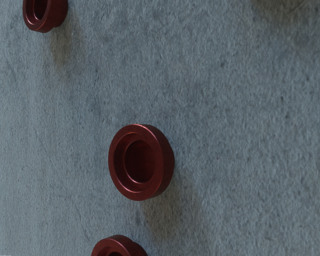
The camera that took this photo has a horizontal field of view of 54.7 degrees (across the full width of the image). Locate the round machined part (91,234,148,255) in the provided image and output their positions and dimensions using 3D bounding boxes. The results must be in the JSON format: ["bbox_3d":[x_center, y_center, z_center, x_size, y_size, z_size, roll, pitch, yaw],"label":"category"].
[{"bbox_3d":[-0.050,0.199,0.433,0.098,0.042,0.097,0,90,39],"label":"round machined part"}]

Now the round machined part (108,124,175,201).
[{"bbox_3d":[-0.020,0.043,0.408,0.098,0.042,0.097,0,90,39],"label":"round machined part"}]

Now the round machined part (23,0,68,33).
[{"bbox_3d":[-0.203,-0.220,0.558,0.098,0.042,0.097,0,90,39],"label":"round machined part"}]
